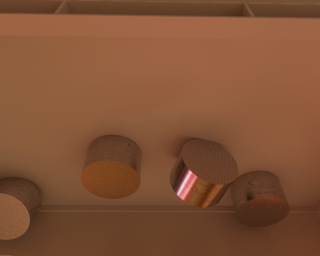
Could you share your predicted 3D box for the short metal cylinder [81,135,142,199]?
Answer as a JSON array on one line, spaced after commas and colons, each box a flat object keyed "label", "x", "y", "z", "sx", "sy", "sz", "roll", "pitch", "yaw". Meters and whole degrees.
[{"label": "short metal cylinder", "x": -0.067, "y": 0.056, "z": 0.439, "sx": 0.081, "sy": 0.050, "sz": 0.079, "roll": 0, "pitch": 130, "yaw": 0}]

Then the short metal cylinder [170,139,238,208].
[{"label": "short metal cylinder", "x": 0.059, "y": 0.061, "z": 0.425, "sx": 0.081, "sy": 0.080, "sz": 0.050, "roll": 13, "pitch": 129, "yaw": -11}]

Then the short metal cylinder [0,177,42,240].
[{"label": "short metal cylinder", "x": -0.232, "y": 0.123, "z": 0.478, "sx": 0.081, "sy": 0.050, "sz": 0.079, "roll": 0, "pitch": 108, "yaw": -1}]

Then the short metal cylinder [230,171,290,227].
[{"label": "short metal cylinder", "x": 0.156, "y": 0.113, "z": 0.490, "sx": 0.081, "sy": 0.050, "sz": 0.079, "roll": 0, "pitch": 130, "yaw": 0}]
